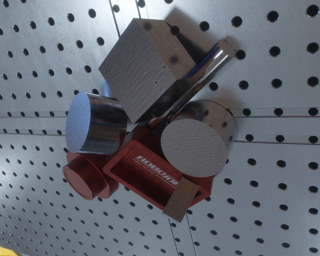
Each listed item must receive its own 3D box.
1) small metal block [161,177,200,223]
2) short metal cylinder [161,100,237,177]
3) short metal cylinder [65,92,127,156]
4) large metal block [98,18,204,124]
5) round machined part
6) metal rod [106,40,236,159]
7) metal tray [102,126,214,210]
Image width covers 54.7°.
[{"bbox_3d":[0.025,0.095,0.402,0.025,0.050,0.050,29,163,7],"label":"small metal block"},{"bbox_3d":[0.048,0.013,0.377,0.080,0.050,0.079,13,124,21],"label":"short metal cylinder"},{"bbox_3d":[-0.086,-0.004,0.411,0.080,0.050,0.080,-16,70,51],"label":"short metal cylinder"},{"bbox_3d":[-0.012,-0.063,0.348,0.080,0.050,0.080,-43,74,39],"label":"large metal block"},{"bbox_3d":[-0.116,0.076,0.491,0.098,0.042,0.097,28,140,26],"label":"round machined part"},{"bbox_3d":[-0.014,-0.004,0.418,0.025,0.025,0.299,44,130,-3],"label":"metal rod"},{"bbox_3d":[-0.003,0.064,0.431,0.130,0.030,0.090,36,130,-13],"label":"metal tray"}]
